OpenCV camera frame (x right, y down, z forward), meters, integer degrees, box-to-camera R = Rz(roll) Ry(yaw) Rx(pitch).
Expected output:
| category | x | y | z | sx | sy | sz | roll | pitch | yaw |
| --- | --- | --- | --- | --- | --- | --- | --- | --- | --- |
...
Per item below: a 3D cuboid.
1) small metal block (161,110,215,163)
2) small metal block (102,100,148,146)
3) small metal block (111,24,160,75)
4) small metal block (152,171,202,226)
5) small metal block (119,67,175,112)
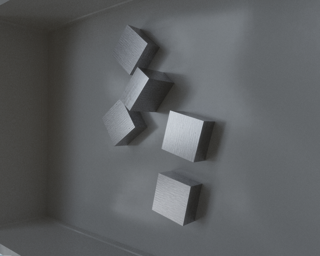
| category | x | y | z | sx | sy | sz | roll | pitch | yaw |
| --- | --- | --- | --- | --- | --- | --- | --- | --- | --- |
| small metal block | 0.034 | 0.009 | 0.379 | 0.050 | 0.025 | 0.050 | 20 | 103 | 38 |
| small metal block | -0.052 | -0.008 | 0.450 | 0.050 | 0.025 | 0.050 | -41 | 65 | 32 |
| small metal block | -0.035 | -0.108 | 0.436 | 0.050 | 0.025 | 0.050 | 49 | 119 | 29 |
| small metal block | 0.021 | 0.087 | 0.390 | 0.050 | 0.025 | 0.050 | 17 | 101 | 38 |
| small metal block | -0.017 | -0.049 | 0.404 | 0.025 | 0.050 | 0.050 | 48 | 119 | 29 |
